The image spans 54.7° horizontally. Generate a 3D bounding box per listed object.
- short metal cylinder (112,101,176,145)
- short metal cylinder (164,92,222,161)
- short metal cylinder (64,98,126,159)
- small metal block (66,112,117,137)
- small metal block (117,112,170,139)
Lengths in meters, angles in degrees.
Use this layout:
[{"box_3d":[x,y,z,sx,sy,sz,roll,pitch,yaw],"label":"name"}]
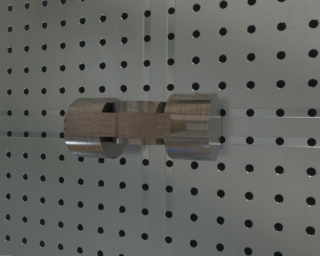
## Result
[{"box_3d":[-0.020,-0.006,0.390,0.080,0.080,0.050,1,91,20],"label":"short metal cylinder"},{"box_3d":[0.041,-0.002,0.368,0.050,0.080,0.079,1,90,21],"label":"short metal cylinder"},{"box_3d":[-0.082,0.000,0.412,0.050,0.080,0.079,1,91,20],"label":"short metal cylinder"},{"box_3d":[-0.074,-0.004,0.339,0.050,0.050,0.025,1,91,-12],"label":"small metal block"},{"box_3d":[-0.019,-0.003,0.324,0.050,0.050,0.025,1,91,-11],"label":"small metal block"}]
